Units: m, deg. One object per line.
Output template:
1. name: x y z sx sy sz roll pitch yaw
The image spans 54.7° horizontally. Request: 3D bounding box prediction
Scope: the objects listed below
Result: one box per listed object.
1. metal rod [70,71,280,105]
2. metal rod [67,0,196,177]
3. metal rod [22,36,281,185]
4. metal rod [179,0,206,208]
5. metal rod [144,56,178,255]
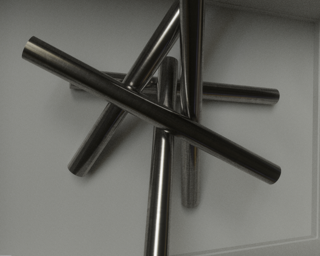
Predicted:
1. metal rod: 0.034 -0.054 0.424 0.303 0.025 0.025 2 89 -21
2. metal rod: -0.016 -0.067 0.341 0.025 0.025 0.299 31 104 -18
3. metal rod: 0.003 -0.012 0.334 0.301 0.025 0.025 27 81 -12
4. metal rod: 0.036 -0.025 0.354 0.025 0.025 0.298 -15 123 -20
5. metal rod: 0.001 0.052 0.338 0.025 0.025 0.299 13 65 -20
